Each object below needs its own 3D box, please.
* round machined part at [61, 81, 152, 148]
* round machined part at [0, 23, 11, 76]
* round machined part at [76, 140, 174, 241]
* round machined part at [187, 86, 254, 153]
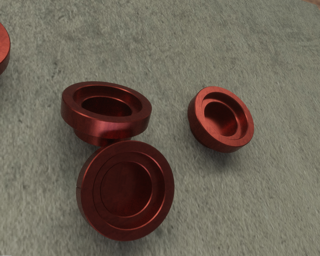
[{"bbox_3d":[-0.061,-0.014,0.352,0.099,0.042,0.098,12,29,-6],"label":"round machined part"},{"bbox_3d":[-0.214,-0.082,0.328,0.099,0.042,0.098,14,56,-21],"label":"round machined part"},{"bbox_3d":[-0.038,0.062,0.321,0.099,0.042,0.097,3,84,-28],"label":"round machined part"},{"bbox_3d":[0.082,-0.008,0.444,0.099,0.042,0.098,14,56,-21],"label":"round machined part"}]
